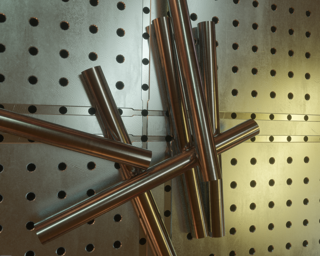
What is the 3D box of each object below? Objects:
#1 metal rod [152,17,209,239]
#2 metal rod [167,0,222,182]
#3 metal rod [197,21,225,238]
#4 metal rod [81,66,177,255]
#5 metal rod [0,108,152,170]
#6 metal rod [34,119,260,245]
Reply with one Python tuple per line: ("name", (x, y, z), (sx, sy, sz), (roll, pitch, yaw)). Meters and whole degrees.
("metal rod", (0.029, 0.002, 0.422), (0.025, 0.025, 0.298), (-12, 94, -20))
("metal rod", (0.037, -0.083, 0.395), (0.025, 0.025, 0.299), (-7, 81, -20))
("metal rod", (0.072, 0.003, 0.438), (0.025, 0.025, 0.298), (-3, 91, -20))
("metal rod", (-0.032, 0.066, 0.400), (0.025, 0.025, 0.299), (-24, 98, -18))
("metal rod", (-0.154, -0.003, 0.340), (0.302, 0.025, 0.025), (17, 84, -14))
("metal rod", (-0.001, 0.057, 0.384), (0.302, 0.025, 0.025), (-24, 98, -18))
